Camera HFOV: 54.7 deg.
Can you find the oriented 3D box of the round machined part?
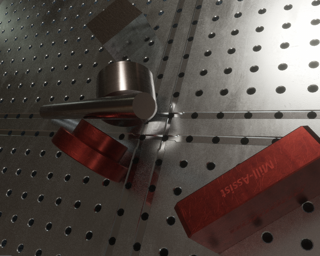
[{"bbox_3d":[-0.079,0.024,0.385,0.098,0.098,0.042,28,82,37],"label":"round machined part"}]

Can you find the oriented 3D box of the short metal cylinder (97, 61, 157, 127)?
[{"bbox_3d":[-0.046,-0.045,0.423,0.080,0.080,0.050,-19,55,17],"label":"short metal cylinder"}]

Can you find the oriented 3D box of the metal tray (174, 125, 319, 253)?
[{"bbox_3d":[0.088,0.062,0.281,0.130,0.090,0.030,-33,52,6],"label":"metal tray"}]

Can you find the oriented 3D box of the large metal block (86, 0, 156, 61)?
[{"bbox_3d":[-0.067,-0.167,0.528,0.080,0.050,0.080,-39,51,1],"label":"large metal block"}]

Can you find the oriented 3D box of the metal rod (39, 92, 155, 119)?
[{"bbox_3d":[-0.103,-0.024,0.404,0.299,0.025,0.025,2,61,54],"label":"metal rod"}]
